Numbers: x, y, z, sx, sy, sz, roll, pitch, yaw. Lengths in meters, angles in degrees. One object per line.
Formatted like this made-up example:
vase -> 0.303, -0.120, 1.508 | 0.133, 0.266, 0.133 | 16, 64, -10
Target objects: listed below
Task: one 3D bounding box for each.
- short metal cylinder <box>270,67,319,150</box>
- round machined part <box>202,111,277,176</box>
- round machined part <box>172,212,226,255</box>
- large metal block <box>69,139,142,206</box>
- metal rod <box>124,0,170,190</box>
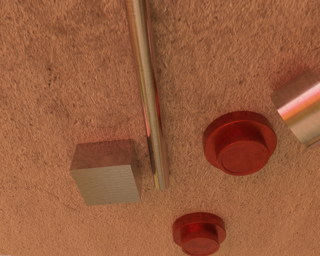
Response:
short metal cylinder -> 0.172, -0.022, 0.354 | 0.080, 0.080, 0.050 | 37, 121, -27
round machined part -> 0.109, 0.028, 0.421 | 0.099, 0.042, 0.097 | 0, 130, 0
round machined part -> 0.072, 0.200, 0.567 | 0.099, 0.042, 0.097 | 0, 130, 0
large metal block -> -0.073, 0.065, 0.445 | 0.080, 0.050, 0.080 | -6, 130, 4
metal rod -> -0.011, -0.027, 0.384 | 0.025, 0.025, 0.298 | -4, 130, 3
